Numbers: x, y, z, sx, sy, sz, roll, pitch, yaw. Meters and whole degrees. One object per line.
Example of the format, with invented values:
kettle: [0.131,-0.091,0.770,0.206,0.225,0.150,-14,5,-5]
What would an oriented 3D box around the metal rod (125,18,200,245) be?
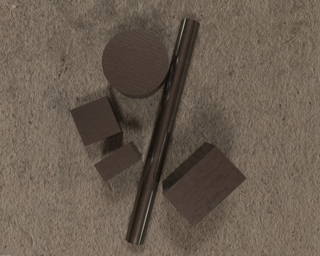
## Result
metal rod: [0.004,0.005,0.410,0.025,0.025,0.298,14,90,-1]

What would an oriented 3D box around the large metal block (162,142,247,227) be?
large metal block: [0.050,0.065,0.383,0.080,0.080,0.050,-43,91,0]

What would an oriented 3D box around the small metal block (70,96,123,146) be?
small metal block: [-0.083,-0.009,0.409,0.050,0.025,0.050,-22,90,-1]

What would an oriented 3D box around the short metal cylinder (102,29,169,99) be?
short metal cylinder: [-0.030,-0.079,0.397,0.081,0.050,0.079,0,90,-1]

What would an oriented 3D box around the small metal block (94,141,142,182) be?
small metal block: [-0.052,0.041,0.397,0.050,0.050,0.025,-33,90,0]
